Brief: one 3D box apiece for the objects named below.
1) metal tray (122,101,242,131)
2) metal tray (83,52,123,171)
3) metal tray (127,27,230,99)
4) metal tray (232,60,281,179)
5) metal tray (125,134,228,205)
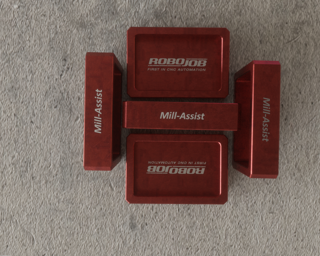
[{"bbox_3d":[0.024,-0.014,0.380,0.131,0.090,0.030,1,92,0],"label":"metal tray"},{"bbox_3d":[-0.067,-0.019,0.378,0.030,0.090,0.129,1,91,0],"label":"metal tray"},{"bbox_3d":[0.023,-0.084,0.409,0.131,0.030,0.089,0,93,0],"label":"metal tray"},{"bbox_3d":[0.115,-0.010,0.379,0.030,0.090,0.129,1,90,0],"label":"metal tray"},{"bbox_3d":[0.022,0.053,0.410,0.131,0.030,0.089,1,89,0],"label":"metal tray"}]
